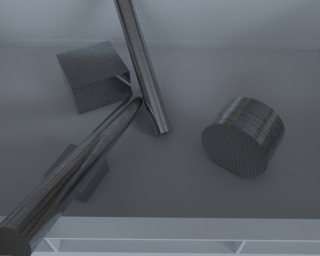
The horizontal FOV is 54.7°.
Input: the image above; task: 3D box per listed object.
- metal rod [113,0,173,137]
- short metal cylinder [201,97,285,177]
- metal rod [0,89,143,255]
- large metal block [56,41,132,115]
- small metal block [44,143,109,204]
[{"bbox_3d":[-0.038,-0.134,0.424,0.025,0.025,0.299,-15,81,-13],"label":"metal rod"},{"bbox_3d":[0.096,0.011,0.362,0.080,0.080,0.050,28,56,21],"label":"short metal cylinder"},{"bbox_3d":[-0.056,0.010,0.308,0.025,0.025,0.301,9,23,7],"label":"metal rod"},{"bbox_3d":[-0.095,-0.075,0.451,0.081,0.050,0.080,-21,53,-17],"label":"large metal block"},{"bbox_3d":[-0.095,0.052,0.360,0.050,0.025,0.050,20,53,16],"label":"small metal block"}]
